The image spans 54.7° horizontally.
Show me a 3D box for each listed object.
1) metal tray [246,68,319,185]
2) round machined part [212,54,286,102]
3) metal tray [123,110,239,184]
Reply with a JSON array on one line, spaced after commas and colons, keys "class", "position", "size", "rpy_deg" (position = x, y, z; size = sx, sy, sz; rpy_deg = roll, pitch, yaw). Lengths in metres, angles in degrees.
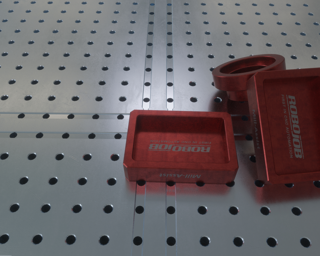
[{"class": "metal tray", "position": [0.157, -0.002, 0.365], "size": [0.091, 0.030, 0.129], "rpy_deg": [-4, 82, -4]}, {"class": "round machined part", "position": [0.126, -0.069, 0.437], "size": [0.098, 0.042, 0.098], "rpy_deg": [-14, 22, 6]}, {"class": "metal tray", "position": [0.025, 0.021, 0.386], "size": [0.131, 0.030, 0.090], "rpy_deg": [2, 50, 1]}]
